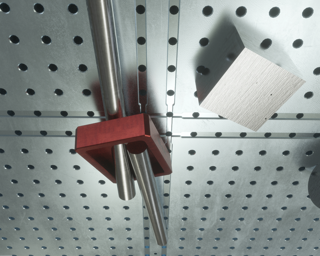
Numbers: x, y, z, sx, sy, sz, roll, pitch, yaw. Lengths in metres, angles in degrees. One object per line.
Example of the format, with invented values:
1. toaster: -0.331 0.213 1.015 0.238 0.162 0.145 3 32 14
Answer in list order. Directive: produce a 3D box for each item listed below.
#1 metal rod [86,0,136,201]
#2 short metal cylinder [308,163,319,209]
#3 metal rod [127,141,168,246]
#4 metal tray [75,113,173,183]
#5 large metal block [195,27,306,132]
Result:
1. metal rod: -0.054 -0.026 0.369 0.025 0.025 0.298 -2 124 1
2. short metal cylinder: 0.268 0.088 0.453 0.050 0.080 0.080 21 127 -17
3. metal rod: -0.012 0.117 0.481 0.025 0.025 0.299 -5 139 4
4. metal tray: -0.041 0.033 0.406 0.090 0.030 0.130 -11 150 9
5. large metal block: 0.098 -0.053 0.351 0.080 0.050 0.080 22 127 -18
